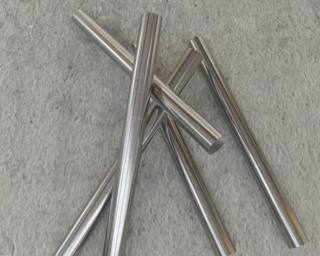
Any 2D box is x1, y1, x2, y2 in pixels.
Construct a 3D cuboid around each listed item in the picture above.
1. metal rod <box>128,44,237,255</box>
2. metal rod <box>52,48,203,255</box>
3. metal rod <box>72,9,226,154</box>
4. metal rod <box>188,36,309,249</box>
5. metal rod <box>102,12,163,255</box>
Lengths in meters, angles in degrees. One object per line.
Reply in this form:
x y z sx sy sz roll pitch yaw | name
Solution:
0.019 0.016 0.402 0.025 0.025 0.299 -21 72 -8 | metal rod
-0.034 0.028 0.378 0.025 0.025 0.300 30 79 10 | metal rod
-0.031 -0.075 0.394 0.025 0.025 0.300 -37 59 -13 | metal rod
0.107 0.005 0.407 0.025 0.025 0.299 -20 71 -7 | metal rod
-0.033 0.021 0.350 0.025 0.025 0.298 9 89 3 | metal rod
